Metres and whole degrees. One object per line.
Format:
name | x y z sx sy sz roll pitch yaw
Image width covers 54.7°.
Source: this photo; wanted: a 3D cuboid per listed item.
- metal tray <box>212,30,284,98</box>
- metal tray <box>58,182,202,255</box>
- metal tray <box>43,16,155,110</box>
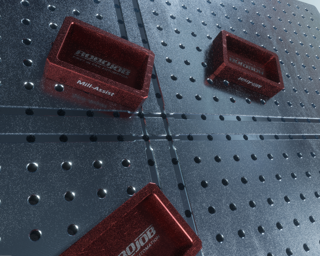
metal tray | 0.160 -0.116 0.564 0.131 0.030 0.090 17 55 -19
metal tray | -0.028 0.128 0.312 0.131 0.030 0.090 -34 81 -38
metal tray | -0.076 -0.087 0.418 0.131 0.030 0.090 19 54 -17
